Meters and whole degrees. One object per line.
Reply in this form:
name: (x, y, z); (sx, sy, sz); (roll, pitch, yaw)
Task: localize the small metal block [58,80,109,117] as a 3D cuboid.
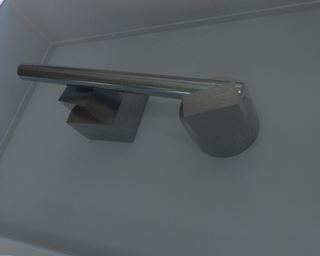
small metal block: (-0.101, -0.047, 0.419); (0.050, 0.025, 0.050); (14, 68, 33)

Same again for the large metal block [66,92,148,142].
large metal block: (-0.073, -0.029, 0.440); (0.080, 0.050, 0.080); (3, 63, 29)

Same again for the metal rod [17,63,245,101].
metal rod: (-0.053, -0.056, 0.374); (0.301, 0.025, 0.025); (9, 66, 23)

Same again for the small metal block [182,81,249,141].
small metal block: (0.055, -0.014, 0.301); (0.050, 0.050, 0.025); (-14, 56, 20)

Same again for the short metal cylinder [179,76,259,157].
short metal cylinder: (0.069, -0.013, 0.358); (0.080, 0.050, 0.080); (-13, 56, 20)
